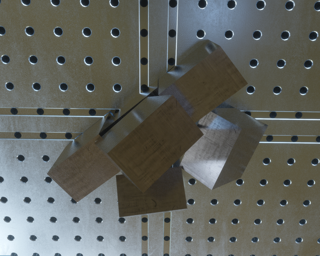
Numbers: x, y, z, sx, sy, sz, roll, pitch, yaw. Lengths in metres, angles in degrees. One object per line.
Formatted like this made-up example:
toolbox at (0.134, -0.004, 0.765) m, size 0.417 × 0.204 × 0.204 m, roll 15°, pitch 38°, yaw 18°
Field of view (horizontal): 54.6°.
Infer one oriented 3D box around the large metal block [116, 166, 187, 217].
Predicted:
large metal block at (-0.007, 0.087, 0.408) m, size 0.080 × 0.080 × 0.050 m, roll -8°, pitch 74°, yaw 3°

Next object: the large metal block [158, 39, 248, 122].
large metal block at (0.045, -0.055, 0.364) m, size 0.080 × 0.080 × 0.050 m, roll -37°, pitch 106°, yaw 12°

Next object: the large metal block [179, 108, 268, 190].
large metal block at (0.080, 0.022, 0.385) m, size 0.050 × 0.081 × 0.080 m, roll 34°, pitch 113°, yaw 32°

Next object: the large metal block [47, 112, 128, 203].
large metal block at (-0.084, 0.034, 0.395) m, size 0.080 × 0.080 × 0.050 m, roll -36°, pitch 106°, yaw 12°

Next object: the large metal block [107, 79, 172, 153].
large metal block at (-0.009, -0.003, 0.400) m, size 0.080 × 0.050 × 0.080 m, roll -37°, pitch 106°, yaw 12°

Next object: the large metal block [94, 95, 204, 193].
large metal block at (-0.015, 0.012, 0.321) m, size 0.080 × 0.080 × 0.050 m, roll -43°, pitch 106°, yaw -12°
